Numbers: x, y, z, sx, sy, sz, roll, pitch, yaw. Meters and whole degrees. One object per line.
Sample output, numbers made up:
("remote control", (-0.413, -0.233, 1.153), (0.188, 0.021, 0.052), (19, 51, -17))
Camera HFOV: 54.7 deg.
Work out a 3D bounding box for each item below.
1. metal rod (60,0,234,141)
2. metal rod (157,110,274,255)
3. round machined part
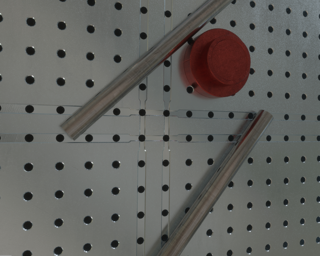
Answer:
("metal rod", (-0.007, -0.094, 0.410), (0.301, 0.025, 0.025), (-44, 104, -15))
("metal rod", (0.072, 0.095, 0.440), (0.025, 0.025, 0.300), (42, 77, -16))
("round machined part", (0.087, -0.092, 0.437), (0.099, 0.042, 0.097), (0, 90, -21))
